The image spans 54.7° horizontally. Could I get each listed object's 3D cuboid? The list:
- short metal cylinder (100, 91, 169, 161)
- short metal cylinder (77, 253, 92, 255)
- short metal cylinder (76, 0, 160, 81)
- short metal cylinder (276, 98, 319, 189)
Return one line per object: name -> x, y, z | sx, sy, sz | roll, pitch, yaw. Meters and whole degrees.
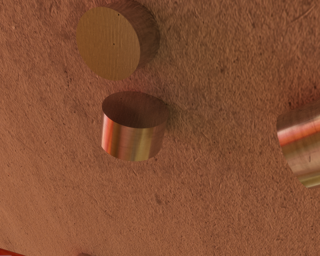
short metal cylinder -> -0.033, -0.004, 0.386 | 0.080, 0.080, 0.050 | 23, 127, 14
short metal cylinder -> -0.165, 0.322, 0.677 | 0.080, 0.050, 0.079 | 13, 124, 21
short metal cylinder -> -0.047, -0.100, 0.353 | 0.080, 0.050, 0.079 | 13, 124, 21
short metal cylinder -> 0.156, 0.013, 0.297 | 0.050, 0.080, 0.080 | -28, 103, 37
